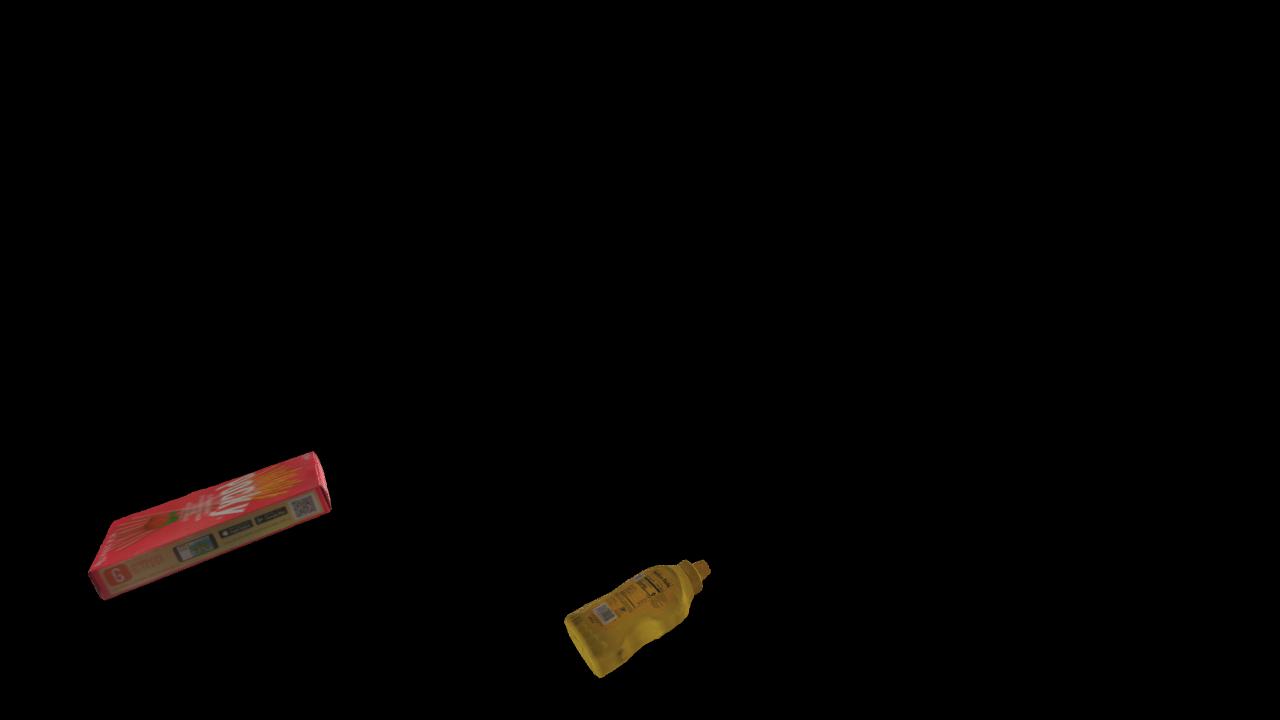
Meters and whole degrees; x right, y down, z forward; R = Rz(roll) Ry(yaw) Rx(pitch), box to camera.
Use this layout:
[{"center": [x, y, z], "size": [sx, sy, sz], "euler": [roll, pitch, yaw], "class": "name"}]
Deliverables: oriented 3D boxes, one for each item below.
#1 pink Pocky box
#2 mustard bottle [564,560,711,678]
[{"center": [-0.336, 0.126, 0.496], "size": [0.155, 0.029, 0.084], "euler": [-20, 22, -26], "class": "pink Pocky box"}, {"center": [0.008, 0.292, 0.733], "size": [0.184, 0.054, 0.092], "euler": [-25, 17, -23], "class": "mustard bottle"}]
